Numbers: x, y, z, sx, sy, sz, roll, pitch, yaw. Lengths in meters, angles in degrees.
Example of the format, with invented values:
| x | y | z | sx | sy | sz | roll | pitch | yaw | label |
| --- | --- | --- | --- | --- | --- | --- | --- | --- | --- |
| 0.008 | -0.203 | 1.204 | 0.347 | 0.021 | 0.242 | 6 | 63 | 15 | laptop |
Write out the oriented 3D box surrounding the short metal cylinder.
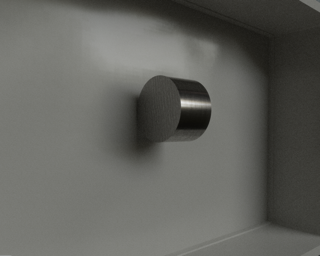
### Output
| x | y | z | sx | sy | sz | roll | pitch | yaw | label |
| --- | --- | --- | --- | --- | --- | --- | --- | --- | --- |
| 0.016 | -0.023 | 0.383 | 0.050 | 0.080 | 0.079 | 0 | 90 | -40 | short metal cylinder |
